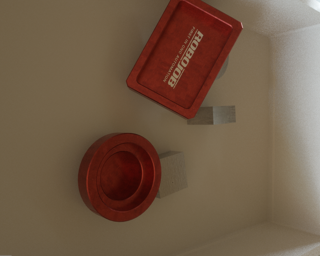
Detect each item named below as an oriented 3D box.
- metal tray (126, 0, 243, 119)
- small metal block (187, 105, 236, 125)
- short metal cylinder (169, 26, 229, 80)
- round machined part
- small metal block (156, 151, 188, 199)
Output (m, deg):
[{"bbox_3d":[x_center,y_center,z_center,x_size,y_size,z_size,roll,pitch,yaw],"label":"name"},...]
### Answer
[{"bbox_3d":[0.029,-0.086,0.375,0.090,0.030,0.130,29,89,-1],"label":"metal tray"},{"bbox_3d":[0.075,-0.019,0.456,0.050,0.050,0.025,-6,94,-40],"label":"small metal block"},{"bbox_3d":[0.052,-0.104,0.436,0.081,0.050,0.079,0,90,-40],"label":"short metal cylinder"},{"bbox_3d":[-0.049,0.054,0.356,0.099,0.042,0.097,0,90,-40],"label":"round machined part"},{"bbox_3d":[0.008,0.061,0.416,0.050,0.025,0.050,-13,98,-40],"label":"small metal block"}]
